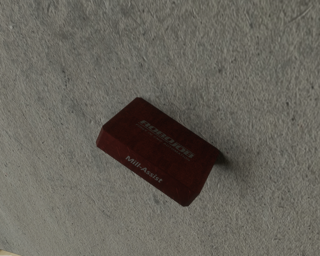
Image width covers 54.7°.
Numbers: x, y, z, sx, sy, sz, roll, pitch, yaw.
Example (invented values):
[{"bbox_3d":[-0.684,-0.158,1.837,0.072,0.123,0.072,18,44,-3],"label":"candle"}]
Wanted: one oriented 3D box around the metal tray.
[{"bbox_3d":[0.001,0.024,0.380,0.130,0.090,0.030,34,129,5],"label":"metal tray"}]
